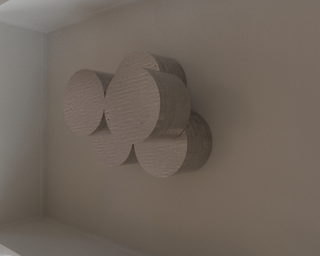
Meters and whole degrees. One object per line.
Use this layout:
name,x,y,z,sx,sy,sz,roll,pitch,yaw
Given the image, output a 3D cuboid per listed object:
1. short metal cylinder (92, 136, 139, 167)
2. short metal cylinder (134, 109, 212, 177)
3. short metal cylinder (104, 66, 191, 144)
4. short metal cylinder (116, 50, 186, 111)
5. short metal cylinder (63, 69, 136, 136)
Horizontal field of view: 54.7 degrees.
short metal cylinder,-0.048,0.011,0.428,0.080,0.050,0.080,0,90,40
short metal cylinder,0.015,0.017,0.376,0.080,0.050,0.080,0,90,40
short metal cylinder,-0.014,-0.023,0.334,0.080,0.050,0.080,0,90,40
short metal cylinder,-0.013,-0.055,0.400,0.080,0.050,0.080,0,90,40
short metal cylinder,-0.076,-0.030,0.386,0.080,0.050,0.080,0,90,40
